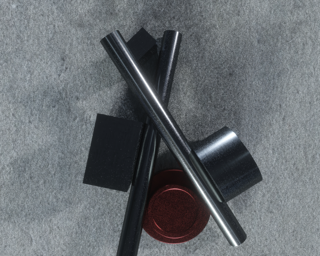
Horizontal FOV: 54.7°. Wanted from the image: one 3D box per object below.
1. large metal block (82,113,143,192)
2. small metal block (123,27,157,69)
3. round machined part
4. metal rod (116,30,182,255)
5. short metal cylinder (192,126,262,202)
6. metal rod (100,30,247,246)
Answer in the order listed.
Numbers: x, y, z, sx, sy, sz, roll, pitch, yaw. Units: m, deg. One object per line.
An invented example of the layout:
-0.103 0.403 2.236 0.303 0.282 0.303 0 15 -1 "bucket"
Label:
-0.053 0.027 0.383 0.050 0.080 0.080 12 90 0 "large metal block"
-0.030 -0.096 0.398 0.050 0.050 0.025 -45 91 0 "small metal block"
0.018 0.103 0.404 0.099 0.042 0.097 0 90 -1 "round machined part"
-0.013 0.020 0.396 0.025 0.025 0.298 12 84 -1 "metal rod"
0.081 0.045 0.385 0.050 0.080 0.080 -32 90 0 "short metal cylinder"
0.022 0.020 0.377 0.025 0.025 0.299 -33 99 0 "metal rod"
